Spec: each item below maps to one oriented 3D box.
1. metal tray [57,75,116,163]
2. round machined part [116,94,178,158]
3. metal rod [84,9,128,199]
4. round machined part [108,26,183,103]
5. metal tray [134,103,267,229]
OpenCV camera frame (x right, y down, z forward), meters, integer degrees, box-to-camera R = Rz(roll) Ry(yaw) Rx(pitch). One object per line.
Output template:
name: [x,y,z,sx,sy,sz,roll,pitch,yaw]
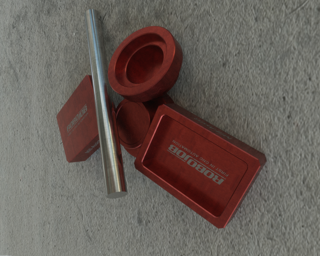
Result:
metal tray: [-0.116,-0.011,0.485,0.129,0.030,0.090,-38,64,42]
round machined part: [-0.025,-0.007,0.417,0.098,0.042,0.097,0,90,40]
metal rod: [-0.079,-0.051,0.428,0.025,0.025,0.299,-34,56,35]
round machined part: [-0.015,-0.076,0.393,0.098,0.042,0.098,-14,61,27]
metal tray: [0.041,0.039,0.355,0.130,0.030,0.089,32,110,24]
